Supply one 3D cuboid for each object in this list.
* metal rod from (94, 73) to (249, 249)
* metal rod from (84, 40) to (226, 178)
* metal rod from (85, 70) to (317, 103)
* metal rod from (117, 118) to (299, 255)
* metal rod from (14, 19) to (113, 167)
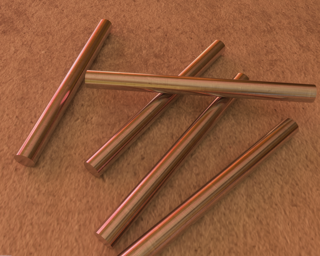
[{"bbox_3d":[0.033,0.020,0.386,0.025,0.025,0.301,30,56,22],"label":"metal rod"},{"bbox_3d":[0.009,-0.044,0.439,0.025,0.025,0.301,30,56,22],"label":"metal rod"},{"bbox_3d":[0.052,-0.056,0.417,0.302,0.025,0.025,4,50,3],"label":"metal rod"},{"bbox_3d":[0.057,0.072,0.343,0.302,0.025,0.025,-33,58,-25],"label":"metal rod"},{"bbox_3d":[-0.129,-0.073,0.462,0.025,0.025,0.300,10,51,8],"label":"metal rod"}]
